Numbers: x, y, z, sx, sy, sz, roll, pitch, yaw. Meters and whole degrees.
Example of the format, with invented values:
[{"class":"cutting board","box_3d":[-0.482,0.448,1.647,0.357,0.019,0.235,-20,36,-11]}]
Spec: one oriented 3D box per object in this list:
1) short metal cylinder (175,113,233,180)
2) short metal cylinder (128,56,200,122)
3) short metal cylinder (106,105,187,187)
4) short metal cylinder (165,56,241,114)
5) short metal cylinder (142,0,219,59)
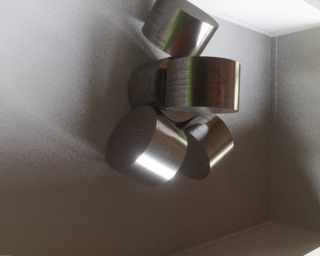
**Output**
[{"class":"short metal cylinder","box_3d":[0.049,0.021,0.409,0.050,0.080,0.080,-35,112,-34]},{"class":"short metal cylinder","box_3d":[0.007,-0.047,0.393,0.081,0.050,0.080,0,90,-40]},{"class":"short metal cylinder","box_3d":[-0.016,0.021,0.355,0.050,0.080,0.080,36,68,-34]},{"class":"short metal cylinder","box_3d":[0.047,-0.044,0.342,0.081,0.080,0.050,4,88,-40]},{"class":"short metal cylinder","box_3d":[0.025,-0.124,0.381,0.081,0.080,0.050,5,130,-40]}]
